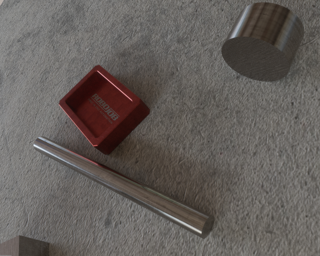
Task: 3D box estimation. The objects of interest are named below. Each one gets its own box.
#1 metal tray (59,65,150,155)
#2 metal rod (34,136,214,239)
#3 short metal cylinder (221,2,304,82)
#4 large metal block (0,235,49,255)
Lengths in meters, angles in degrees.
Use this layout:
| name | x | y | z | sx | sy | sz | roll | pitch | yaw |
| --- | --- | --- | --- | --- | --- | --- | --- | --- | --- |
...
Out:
| name | x | y | z | sx | sy | sz | roll | pitch | yaw |
| --- | --- | --- | --- | --- | --- | --- | --- | --- | --- |
| metal tray | -0.087 | -0.032 | 0.465 | 0.090 | 0.030 | 0.130 | -46 | 51 | -4 |
| metal rod | -0.069 | 0.063 | 0.401 | 0.300 | 0.025 | 0.025 | 18 | 71 | 34 |
| short metal cylinder | 0.121 | -0.099 | 0.366 | 0.080 | 0.080 | 0.050 | 17 | 71 | 34 |
| large metal block | -0.181 | 0.186 | 0.369 | 0.080 | 0.050 | 0.080 | -26 | 53 | 12 |
